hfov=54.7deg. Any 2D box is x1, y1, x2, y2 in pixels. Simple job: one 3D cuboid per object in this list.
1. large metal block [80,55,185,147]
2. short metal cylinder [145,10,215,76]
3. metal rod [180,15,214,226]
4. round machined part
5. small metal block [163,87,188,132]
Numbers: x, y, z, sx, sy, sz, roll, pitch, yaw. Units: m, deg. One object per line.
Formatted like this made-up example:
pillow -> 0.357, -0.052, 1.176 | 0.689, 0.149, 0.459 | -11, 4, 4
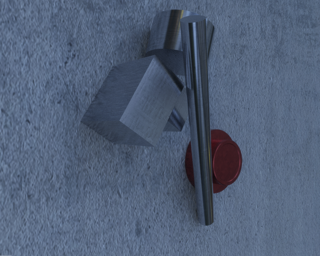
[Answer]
large metal block -> -0.031, -0.028, 0.345 | 0.050, 0.080, 0.080 | 39, 66, -34
short metal cylinder -> 0.025, -0.105, 0.392 | 0.080, 0.080, 0.050 | 20, 78, -39
metal rod -> 0.051, 0.016, 0.384 | 0.025, 0.025, 0.298 | -36, 133, -34
round machined part -> 0.087, 0.050, 0.470 | 0.099, 0.042, 0.097 | 0, 90, -40
small metal block -> 0.011, -0.023, 0.400 | 0.025, 0.050, 0.050 | 38, 66, -34
